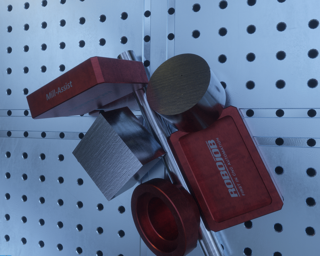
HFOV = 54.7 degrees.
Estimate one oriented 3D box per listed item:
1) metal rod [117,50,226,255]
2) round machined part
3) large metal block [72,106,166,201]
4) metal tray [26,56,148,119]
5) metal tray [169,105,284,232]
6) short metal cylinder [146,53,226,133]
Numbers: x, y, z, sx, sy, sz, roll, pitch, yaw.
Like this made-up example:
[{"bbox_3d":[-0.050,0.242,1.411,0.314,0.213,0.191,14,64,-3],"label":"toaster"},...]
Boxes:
[{"bbox_3d":[0.013,0.035,0.403,0.025,0.025,0.299,-27,81,18],"label":"metal rod"},{"bbox_3d":[0.011,0.108,0.381,0.098,0.042,0.097,20,118,44],"label":"round machined part"},{"bbox_3d":[-0.053,0.032,0.395,0.080,0.050,0.080,50,123,13],"label":"large metal block"},{"bbox_3d":[-0.091,-0.047,0.391,0.130,0.091,0.030,-20,85,33],"label":"metal tray"},{"bbox_3d":[0.079,0.049,0.378,0.090,0.030,0.129,-26,82,18],"label":"metal tray"},{"bbox_3d":[0.031,-0.041,0.369,0.080,0.050,0.080,-14,60,25],"label":"short metal cylinder"}]
